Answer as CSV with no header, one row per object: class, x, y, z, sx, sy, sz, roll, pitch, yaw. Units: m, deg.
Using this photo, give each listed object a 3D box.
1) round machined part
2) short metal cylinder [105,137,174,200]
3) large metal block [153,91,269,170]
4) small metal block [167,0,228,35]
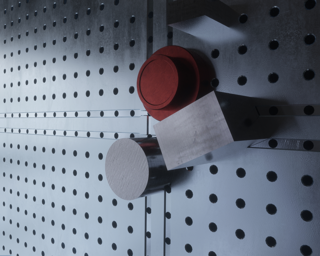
round machined part,0.009,-0.056,0.391,0.098,0.042,0.097,0,90,40
short metal cylinder,-0.028,0.053,0.416,0.080,0.050,0.080,0,90,40
large metal block,0.054,0.004,0.329,0.080,0.081,0.050,-30,72,36
small metal block,0.044,-0.130,0.357,0.050,0.050,0.025,1,91,40
